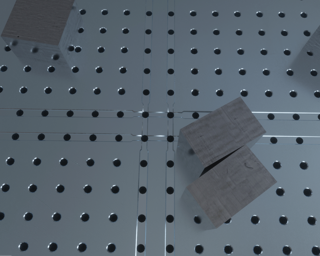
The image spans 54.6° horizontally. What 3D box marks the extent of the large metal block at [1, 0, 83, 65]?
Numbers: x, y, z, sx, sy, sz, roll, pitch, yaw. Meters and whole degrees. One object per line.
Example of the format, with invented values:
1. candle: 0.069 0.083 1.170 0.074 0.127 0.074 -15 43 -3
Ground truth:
1. large metal block: -0.167 -0.145 0.451 0.080 0.050 0.080 10 70 4

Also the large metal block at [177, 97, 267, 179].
1. large metal block: 0.069 0.017 0.377 0.080 0.080 0.050 -28 72 -10

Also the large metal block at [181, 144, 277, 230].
1. large metal block: 0.074 0.071 0.357 0.080 0.080 0.050 -33 74 -11

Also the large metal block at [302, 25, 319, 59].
1. large metal block: 0.263 -0.128 0.431 0.080 0.080 0.050 38 75 12
